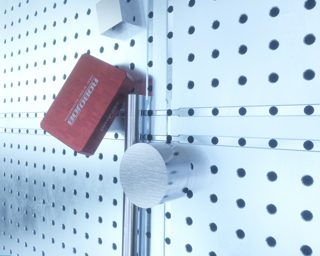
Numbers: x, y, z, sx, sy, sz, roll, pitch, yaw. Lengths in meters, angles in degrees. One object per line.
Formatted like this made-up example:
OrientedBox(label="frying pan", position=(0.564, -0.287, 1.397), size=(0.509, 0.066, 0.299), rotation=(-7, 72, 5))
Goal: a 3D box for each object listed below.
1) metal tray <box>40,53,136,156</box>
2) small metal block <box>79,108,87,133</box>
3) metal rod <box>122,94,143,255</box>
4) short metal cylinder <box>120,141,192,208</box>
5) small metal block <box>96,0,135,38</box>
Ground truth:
OrientedBox(label="metal tray", position=(-0.106, -0.036, 0.455), size=(0.090, 0.030, 0.130), rotation=(29, 87, 25))
OrientedBox(label="small metal block", position=(-0.110, -0.018, 0.484), size=(0.050, 0.050, 0.025), rotation=(-47, 62, 30))
OrientedBox(label="metal rod", position=(-0.040, 0.102, 0.442), size=(0.025, 0.025, 0.298), rotation=(3, 92, 40))
OrientedBox(label="short metal cylinder", position=(-0.006, 0.058, 0.398), size=(0.080, 0.050, 0.080), rotation=(0, 90, 40))
OrientedBox(label="small metal block", position=(-0.068, -0.171, 0.466), size=(0.050, 0.025, 0.050), rotation=(-15, 80, 39))
